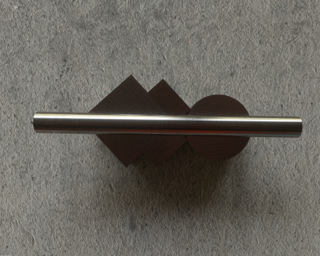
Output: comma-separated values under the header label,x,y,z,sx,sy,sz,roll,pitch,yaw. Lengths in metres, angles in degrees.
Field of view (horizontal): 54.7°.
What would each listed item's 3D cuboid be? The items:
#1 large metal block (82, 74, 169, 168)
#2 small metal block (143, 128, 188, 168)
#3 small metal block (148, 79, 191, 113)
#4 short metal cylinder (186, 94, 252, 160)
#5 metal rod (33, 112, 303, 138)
label,x,y,z,sx,sy,sz,roll,pitch,yaw
large metal block,-0.038,-0.008,0.397,0.080,0.050,0.080,-42,90,0
small metal block,0.006,0.022,0.400,0.050,0.050,0.025,-42,91,0
small metal block,0.011,-0.033,0.399,0.025,0.050,0.050,-43,91,0
short metal cylinder,0.070,-0.001,0.398,0.081,0.050,0.080,0,90,0
metal rod,0.009,-0.004,0.359,0.302,0.025,0.025,1,90,-1
